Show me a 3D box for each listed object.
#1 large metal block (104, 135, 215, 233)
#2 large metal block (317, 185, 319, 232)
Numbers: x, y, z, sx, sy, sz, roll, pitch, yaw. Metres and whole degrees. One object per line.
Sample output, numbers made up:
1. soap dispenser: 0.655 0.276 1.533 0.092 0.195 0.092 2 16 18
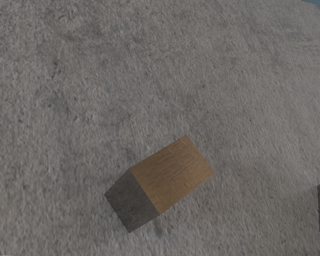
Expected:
1. large metal block: -0.003 0.060 0.332 0.081 0.080 0.050 -28 77 -37
2. large metal block: 0.291 0.130 0.469 0.080 0.050 0.080 28 52 -11
